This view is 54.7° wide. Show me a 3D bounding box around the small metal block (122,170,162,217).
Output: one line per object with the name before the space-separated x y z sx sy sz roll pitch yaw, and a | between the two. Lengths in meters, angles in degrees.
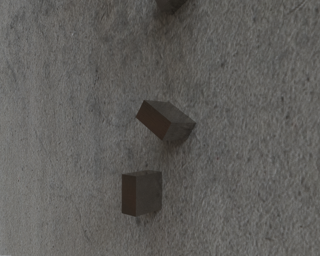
small metal block | -0.023 0.084 0.406 0.025 0.050 0.050 1 91 40

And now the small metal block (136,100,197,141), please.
small metal block | 0.008 -0.010 0.381 0.050 0.050 0.025 41 115 32

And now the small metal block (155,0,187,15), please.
small metal block | 0.015 -0.182 0.390 0.050 0.025 0.050 -35 69 34
